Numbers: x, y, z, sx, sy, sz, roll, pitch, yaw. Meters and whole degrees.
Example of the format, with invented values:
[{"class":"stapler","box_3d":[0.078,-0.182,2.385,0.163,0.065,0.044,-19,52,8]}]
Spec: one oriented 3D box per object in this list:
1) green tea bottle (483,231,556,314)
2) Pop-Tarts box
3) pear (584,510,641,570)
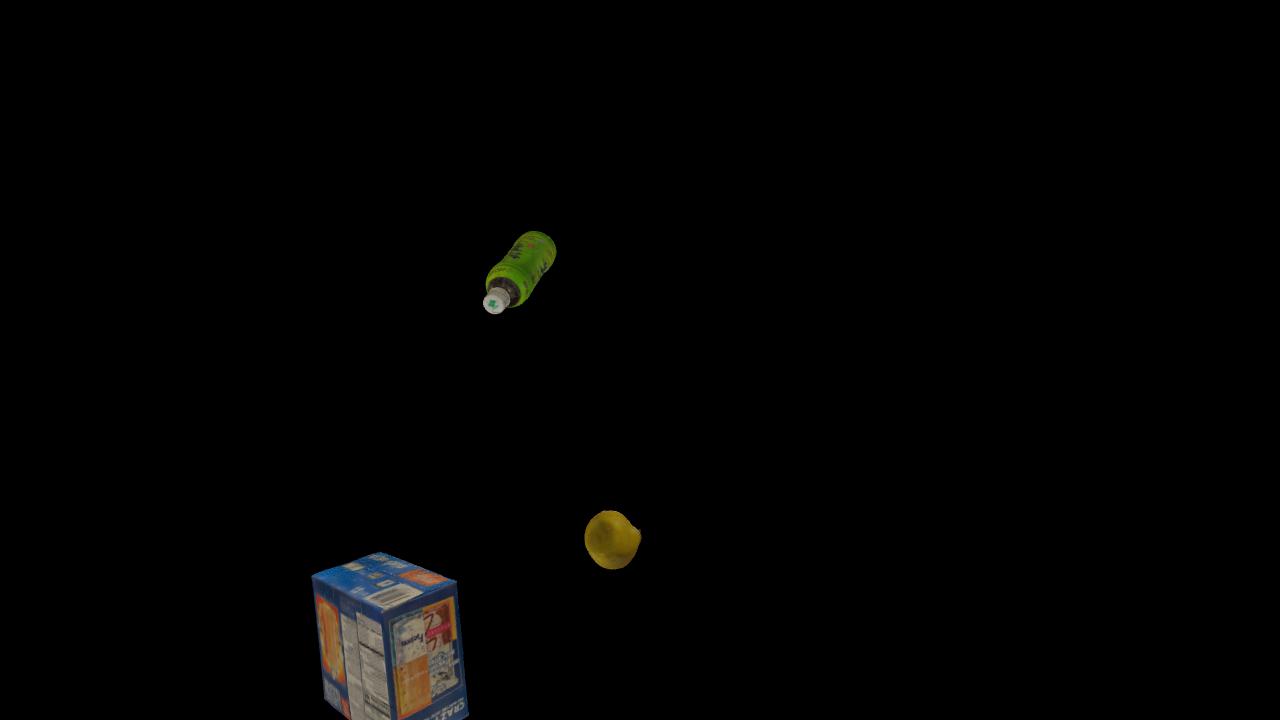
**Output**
[{"class":"green tea bottle","box_3d":[-0.188,-0.131,0.943,0.073,0.073,0.212,0,34,11]},{"class":"Pop-Tarts box","box_3d":[-0.261,0.292,0.637,0.167,0.141,0.083,-3,2,43]},{"class":"pear","box_3d":[-0.026,0.257,0.874,0.080,0.080,0.111,0,-18,37]}]
